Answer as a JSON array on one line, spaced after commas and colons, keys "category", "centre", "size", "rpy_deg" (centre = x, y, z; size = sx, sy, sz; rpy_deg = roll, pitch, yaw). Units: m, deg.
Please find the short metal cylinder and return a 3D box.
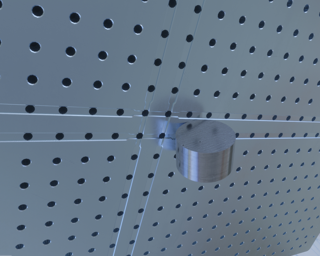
[{"category": "short metal cylinder", "centre": [0.062, 0.030, 0.430], "size": [0.081, 0.080, 0.050], "rpy_deg": [-16, 125, -20]}]
